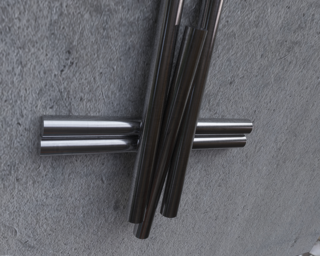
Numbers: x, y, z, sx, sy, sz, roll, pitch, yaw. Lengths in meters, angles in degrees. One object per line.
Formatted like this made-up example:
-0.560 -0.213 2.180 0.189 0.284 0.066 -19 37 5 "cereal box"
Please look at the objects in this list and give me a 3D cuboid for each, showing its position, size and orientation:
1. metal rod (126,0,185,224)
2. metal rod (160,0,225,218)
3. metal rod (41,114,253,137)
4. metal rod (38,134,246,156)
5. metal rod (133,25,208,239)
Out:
-0.008 -0.020 0.366 0.025 0.025 0.298 0 110 -29 "metal rod"
0.038 -0.020 0.390 0.025 0.025 0.298 0 110 -29 "metal rod"
0.004 -0.002 0.411 0.303 0.025 0.025 0 119 -29 "metal rod"
-0.003 0.019 0.421 0.303 0.025 0.025 0 119 -29 "metal rod"
0.006 0.023 0.394 0.025 0.025 0.298 0 118 -29 "metal rod"
